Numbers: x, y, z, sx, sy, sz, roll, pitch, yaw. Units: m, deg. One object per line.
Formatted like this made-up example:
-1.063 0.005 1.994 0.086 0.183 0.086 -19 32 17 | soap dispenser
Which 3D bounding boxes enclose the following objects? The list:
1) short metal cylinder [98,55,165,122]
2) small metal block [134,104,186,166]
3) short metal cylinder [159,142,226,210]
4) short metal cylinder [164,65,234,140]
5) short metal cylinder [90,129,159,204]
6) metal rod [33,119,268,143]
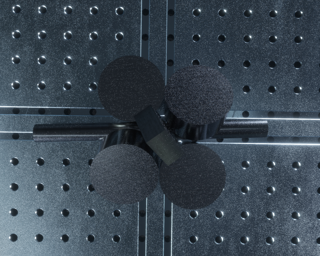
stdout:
-0.034 -0.048 0.397 0.081 0.050 0.079 0 90 0 | short metal cylinder
-0.001 0.008 0.362 0.025 0.050 0.050 -35 132 6 | small metal block
0.039 0.058 0.397 0.081 0.050 0.079 0 90 0 | short metal cylinder
0.046 -0.030 0.384 0.081 0.050 0.080 0 67 0 | short metal cylinder
-0.042 0.047 0.385 0.081 0.050 0.079 0 110 -1 | short metal cylinder
-0.012 0.004 0.409 0.302 0.025 0.025 -1 90 0 | metal rod
